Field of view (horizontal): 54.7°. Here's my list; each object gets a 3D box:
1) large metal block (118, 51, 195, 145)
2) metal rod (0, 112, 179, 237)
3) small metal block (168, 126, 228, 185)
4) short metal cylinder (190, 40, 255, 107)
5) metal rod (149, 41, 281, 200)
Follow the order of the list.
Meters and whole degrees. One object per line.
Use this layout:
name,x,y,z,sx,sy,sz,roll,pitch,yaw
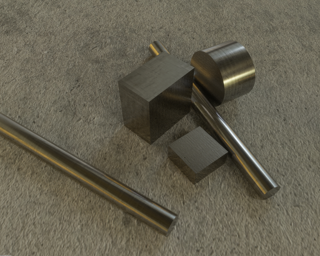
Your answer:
large metal block,-0.003,-0.039,0.400,0.050,0.080,0.080,35,58,26
metal rod,-0.115,0.039,0.369,0.301,0.025,0.025,26,55,20
small metal block,0.045,0.032,0.377,0.050,0.025,0.050,-30,56,-23
short metal cylinder,0.086,-0.076,0.432,0.050,0.080,0.080,-23,54,-18
metal rod,0.058,-0.031,0.429,0.025,0.025,0.300,-20,53,-16
